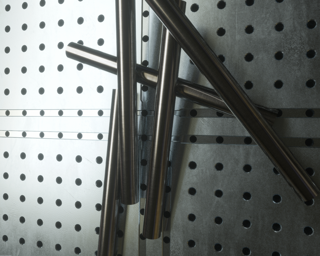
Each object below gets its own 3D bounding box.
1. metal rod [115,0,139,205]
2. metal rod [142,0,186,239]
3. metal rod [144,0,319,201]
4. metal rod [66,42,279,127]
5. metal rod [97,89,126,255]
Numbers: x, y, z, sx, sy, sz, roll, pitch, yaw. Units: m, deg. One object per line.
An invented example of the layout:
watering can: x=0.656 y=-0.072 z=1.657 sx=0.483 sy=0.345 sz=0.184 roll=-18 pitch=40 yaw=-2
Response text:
metal rod: x=-0.042 y=-0.046 z=0.403 sx=0.025 sy=0.025 sz=0.298 roll=3 pitch=100 yaw=19
metal rod: x=0.004 y=-0.003 z=0.390 sx=0.025 sy=0.025 sz=0.298 roll=9 pitch=101 yaw=19
metal rod: x=0.078 y=-0.042 z=0.347 sx=0.025 sy=0.025 sz=0.300 roll=-38 pitch=93 yaw=16
metal rod: x=0.002 y=-0.062 z=0.411 sx=0.301 sy=0.025 sz=0.025 roll=22 pitch=97 yaw=18
metal rod: x=-0.068 y=0.096 z=0.435 sx=0.025 sy=0.025 sz=0.298 roll=6 pitch=92 yaw=19
